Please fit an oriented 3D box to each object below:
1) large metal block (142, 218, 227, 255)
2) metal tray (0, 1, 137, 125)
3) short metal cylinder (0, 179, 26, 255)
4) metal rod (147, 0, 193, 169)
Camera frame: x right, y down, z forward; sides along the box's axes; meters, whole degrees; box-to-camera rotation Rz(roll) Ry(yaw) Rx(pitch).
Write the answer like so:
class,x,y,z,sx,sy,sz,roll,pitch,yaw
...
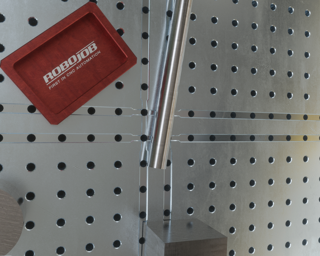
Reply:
class,x,y,z,sx,sy,sz,roll,pitch,yaw
large metal block,0.028,0.154,0.394,0.081,0.080,0.050,3,89,-20
metal tray,-0.105,-0.076,0.371,0.130,0.030,0.090,-41,103,-15
short metal cylinder,-0.188,0.097,0.330,0.081,0.050,0.079,0,90,-20
metal rod,0.019,-0.095,0.419,0.025,0.025,0.298,10,87,-20
